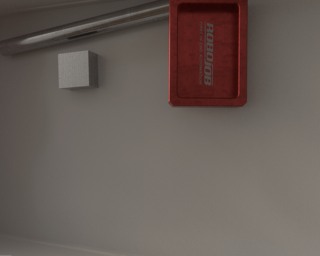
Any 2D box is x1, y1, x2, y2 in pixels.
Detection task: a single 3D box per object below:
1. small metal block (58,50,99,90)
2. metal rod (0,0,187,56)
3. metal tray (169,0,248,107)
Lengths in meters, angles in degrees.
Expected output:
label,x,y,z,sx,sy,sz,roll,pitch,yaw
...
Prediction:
label,x,y,z,sx,sy,sz,roll,pitch,yaw
small metal block,-0.119,-0.083,0.451,0.050,0.025,0.050,-2,89,19
metal rod,-0.109,-0.143,0.447,0.301,0.025,0.025,-7,88,19
metal tray,0.056,-0.090,0.372,0.091,0.030,0.129,0,90,0
